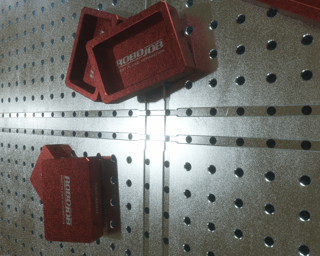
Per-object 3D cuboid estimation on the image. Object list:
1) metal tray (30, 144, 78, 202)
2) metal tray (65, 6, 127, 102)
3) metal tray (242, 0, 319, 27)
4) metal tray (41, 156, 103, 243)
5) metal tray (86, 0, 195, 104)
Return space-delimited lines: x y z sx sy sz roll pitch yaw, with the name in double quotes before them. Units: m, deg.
"metal tray" -0.179 0.101 0.550 0.130 0.030 0.089 44 116 30
"metal tray" -0.099 -0.114 0.484 0.090 0.030 0.129 28 107 36
"metal tray" 0.131 -0.158 0.296 0.130 0.030 0.089 37 112 33
"metal tray" -0.141 0.113 0.496 0.090 0.030 0.129 -5 87 20
"metal tray" -0.029 -0.093 0.405 0.130 0.030 0.090 -19 86 27
